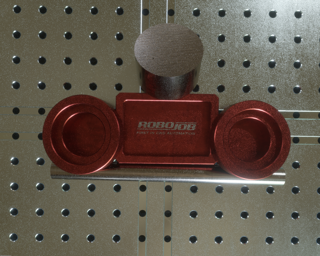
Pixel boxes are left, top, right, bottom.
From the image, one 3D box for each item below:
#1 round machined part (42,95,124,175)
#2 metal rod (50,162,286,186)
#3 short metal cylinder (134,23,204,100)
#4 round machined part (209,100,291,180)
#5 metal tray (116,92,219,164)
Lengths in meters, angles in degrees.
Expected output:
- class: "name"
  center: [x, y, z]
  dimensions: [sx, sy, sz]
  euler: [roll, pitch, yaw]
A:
- class: "round machined part"
  center: [-0.094, 0.009, 0.395]
  dimensions: [0.099, 0.042, 0.097]
  euler: [0, 87, 8]
- class: "metal rod"
  center: [0.011, 0.059, 0.409]
  dimensions: [0.302, 0.025, 0.025]
  euler: [2, 90, 0]
- class: "short metal cylinder"
  center: [0.010, -0.081, 0.382]
  dimensions: [0.081, 0.050, 0.080]
  euler: [0, 64, 0]
- class: "round machined part"
  center: [0.111, 0.015, 0.397]
  dimensions: [0.099, 0.042, 0.097]
  euler: [0, 88, -8]
- class: "metal tray"
  center: [0.009, 0.000, 0.406]
  dimensions: [0.131, 0.030, 0.089]
  euler: [1, 91, -1]
